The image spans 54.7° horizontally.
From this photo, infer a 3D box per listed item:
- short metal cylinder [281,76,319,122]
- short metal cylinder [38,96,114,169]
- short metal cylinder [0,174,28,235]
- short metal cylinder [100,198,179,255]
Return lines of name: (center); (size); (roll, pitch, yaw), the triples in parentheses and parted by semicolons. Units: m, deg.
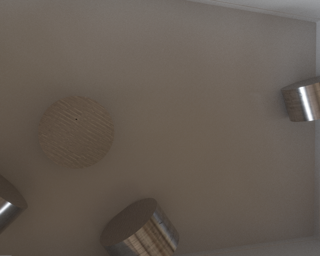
short metal cylinder: (0.230, -0.046, 0.466); (0.081, 0.080, 0.050); (-21, 97, -19)
short metal cylinder: (-0.098, 0.005, 0.361); (0.081, 0.050, 0.080); (0, 90, -20)
short metal cylinder: (-0.184, 0.074, 0.314); (0.050, 0.080, 0.080); (-47, 105, -14)
short metal cylinder: (-0.024, 0.130, 0.372); (0.080, 0.080, 0.050); (-36, 102, -16)
